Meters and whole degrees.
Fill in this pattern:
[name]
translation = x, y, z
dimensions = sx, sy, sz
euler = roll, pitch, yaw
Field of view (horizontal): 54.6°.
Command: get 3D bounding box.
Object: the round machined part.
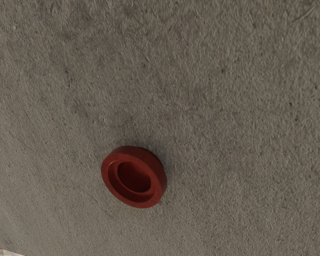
[round machined part]
translation = -0.034, 0.067, 0.456
dimensions = 0.098, 0.042, 0.097
euler = 13, 124, 21
